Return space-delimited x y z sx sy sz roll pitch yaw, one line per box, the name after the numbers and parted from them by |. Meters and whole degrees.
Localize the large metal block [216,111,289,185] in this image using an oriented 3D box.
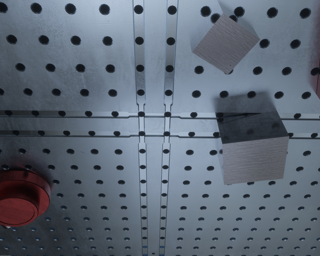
0.123 0.029 0.422 0.080 0.050 0.080 -7 130 5 | large metal block

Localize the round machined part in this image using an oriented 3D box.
-0.225 0.117 0.484 0.099 0.042 0.097 -7 127 -9 | round machined part

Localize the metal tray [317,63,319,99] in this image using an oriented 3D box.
0.230 -0.085 0.339 0.090 0.030 0.129 -11 130 8 | metal tray

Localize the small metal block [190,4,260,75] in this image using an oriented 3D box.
0.069 -0.094 0.333 0.050 0.025 0.050 27 125 -21 | small metal block

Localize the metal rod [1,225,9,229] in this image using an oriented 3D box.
-0.307 0.058 0.456 0.025 0.025 0.299 -12 130 9 | metal rod
